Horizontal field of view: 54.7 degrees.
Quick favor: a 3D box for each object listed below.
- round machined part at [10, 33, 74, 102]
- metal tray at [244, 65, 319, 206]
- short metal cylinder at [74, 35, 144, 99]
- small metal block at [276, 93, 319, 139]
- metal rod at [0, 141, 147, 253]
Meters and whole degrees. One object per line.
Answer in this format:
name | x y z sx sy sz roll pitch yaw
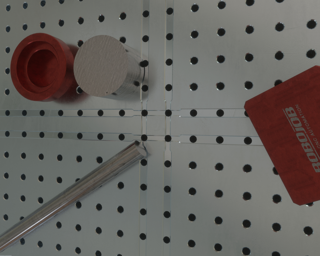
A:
round machined part | -0.168 -0.087 0.461 0.098 0.042 0.097 0 90 19
metal tray | 0.163 0.009 0.337 0.090 0.030 0.130 -30 83 33
short metal cylinder | -0.069 -0.080 0.422 0.080 0.050 0.079 0 90 19
small metal block | 0.166 -0.011 0.354 0.050 0.025 0.050 27 99 17
metal rod | -0.145 0.109 0.462 0.300 0.025 0.025 -35 79 16
